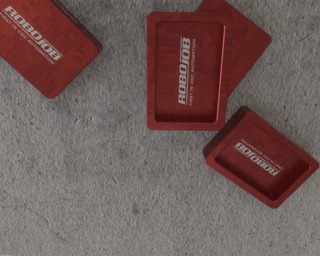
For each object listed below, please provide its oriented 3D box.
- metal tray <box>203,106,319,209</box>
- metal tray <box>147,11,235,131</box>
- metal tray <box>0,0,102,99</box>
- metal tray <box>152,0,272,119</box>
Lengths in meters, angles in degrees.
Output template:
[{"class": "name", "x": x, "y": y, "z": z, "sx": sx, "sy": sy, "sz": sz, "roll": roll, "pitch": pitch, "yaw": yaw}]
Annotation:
[{"class": "metal tray", "x": 0.136, "y": 0.042, "z": 0.423, "sx": 0.130, "sy": 0.030, "sz": 0.090, "roll": 35, "pitch": 106, "yaw": -12}, {"class": "metal tray", "x": 0.031, "y": -0.062, "z": 0.351, "sx": 0.091, "sy": 0.030, "sz": 0.129, "roll": 1, "pitch": 110, "yaw": -1}, {"class": "metal tray", "x": -0.146, "y": -0.110, "z": 0.365, "sx": 0.090, "sy": 0.030, "sz": 0.130, "roll": -42, "pitch": 105, "yaw": 13}, {"class": "metal tray", "x": 0.057, "y": -0.081, "z": 0.378, "sx": 0.090, "sy": 0.030, "sz": 0.129, "roll": 33, "pitch": 107, "yaw": -12}]
